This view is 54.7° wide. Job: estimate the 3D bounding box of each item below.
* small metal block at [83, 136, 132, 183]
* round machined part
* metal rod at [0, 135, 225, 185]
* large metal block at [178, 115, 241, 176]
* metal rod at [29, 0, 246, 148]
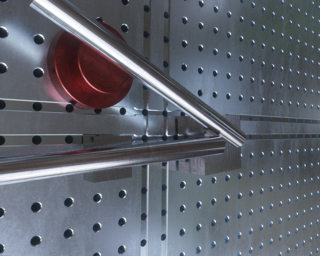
[{"bbox_3d":[-0.061,0.034,0.361,0.050,0.025,0.050,-1,91,-40],"label":"small metal block"},{"bbox_3d":[-0.068,-0.070,0.342,0.099,0.042,0.097,0,90,-40],"label":"round machined part"},{"bbox_3d":[-0.054,0.032,0.330,0.303,0.025,0.025,-4,93,-30],"label":"metal rod"},{"bbox_3d":[0.073,0.022,0.453,0.081,0.050,0.079,-3,92,-40],"label":"large metal block"},{"bbox_3d":[0.001,-0.050,0.349,0.301,0.025,0.025,31,70,-33],"label":"metal rod"}]
